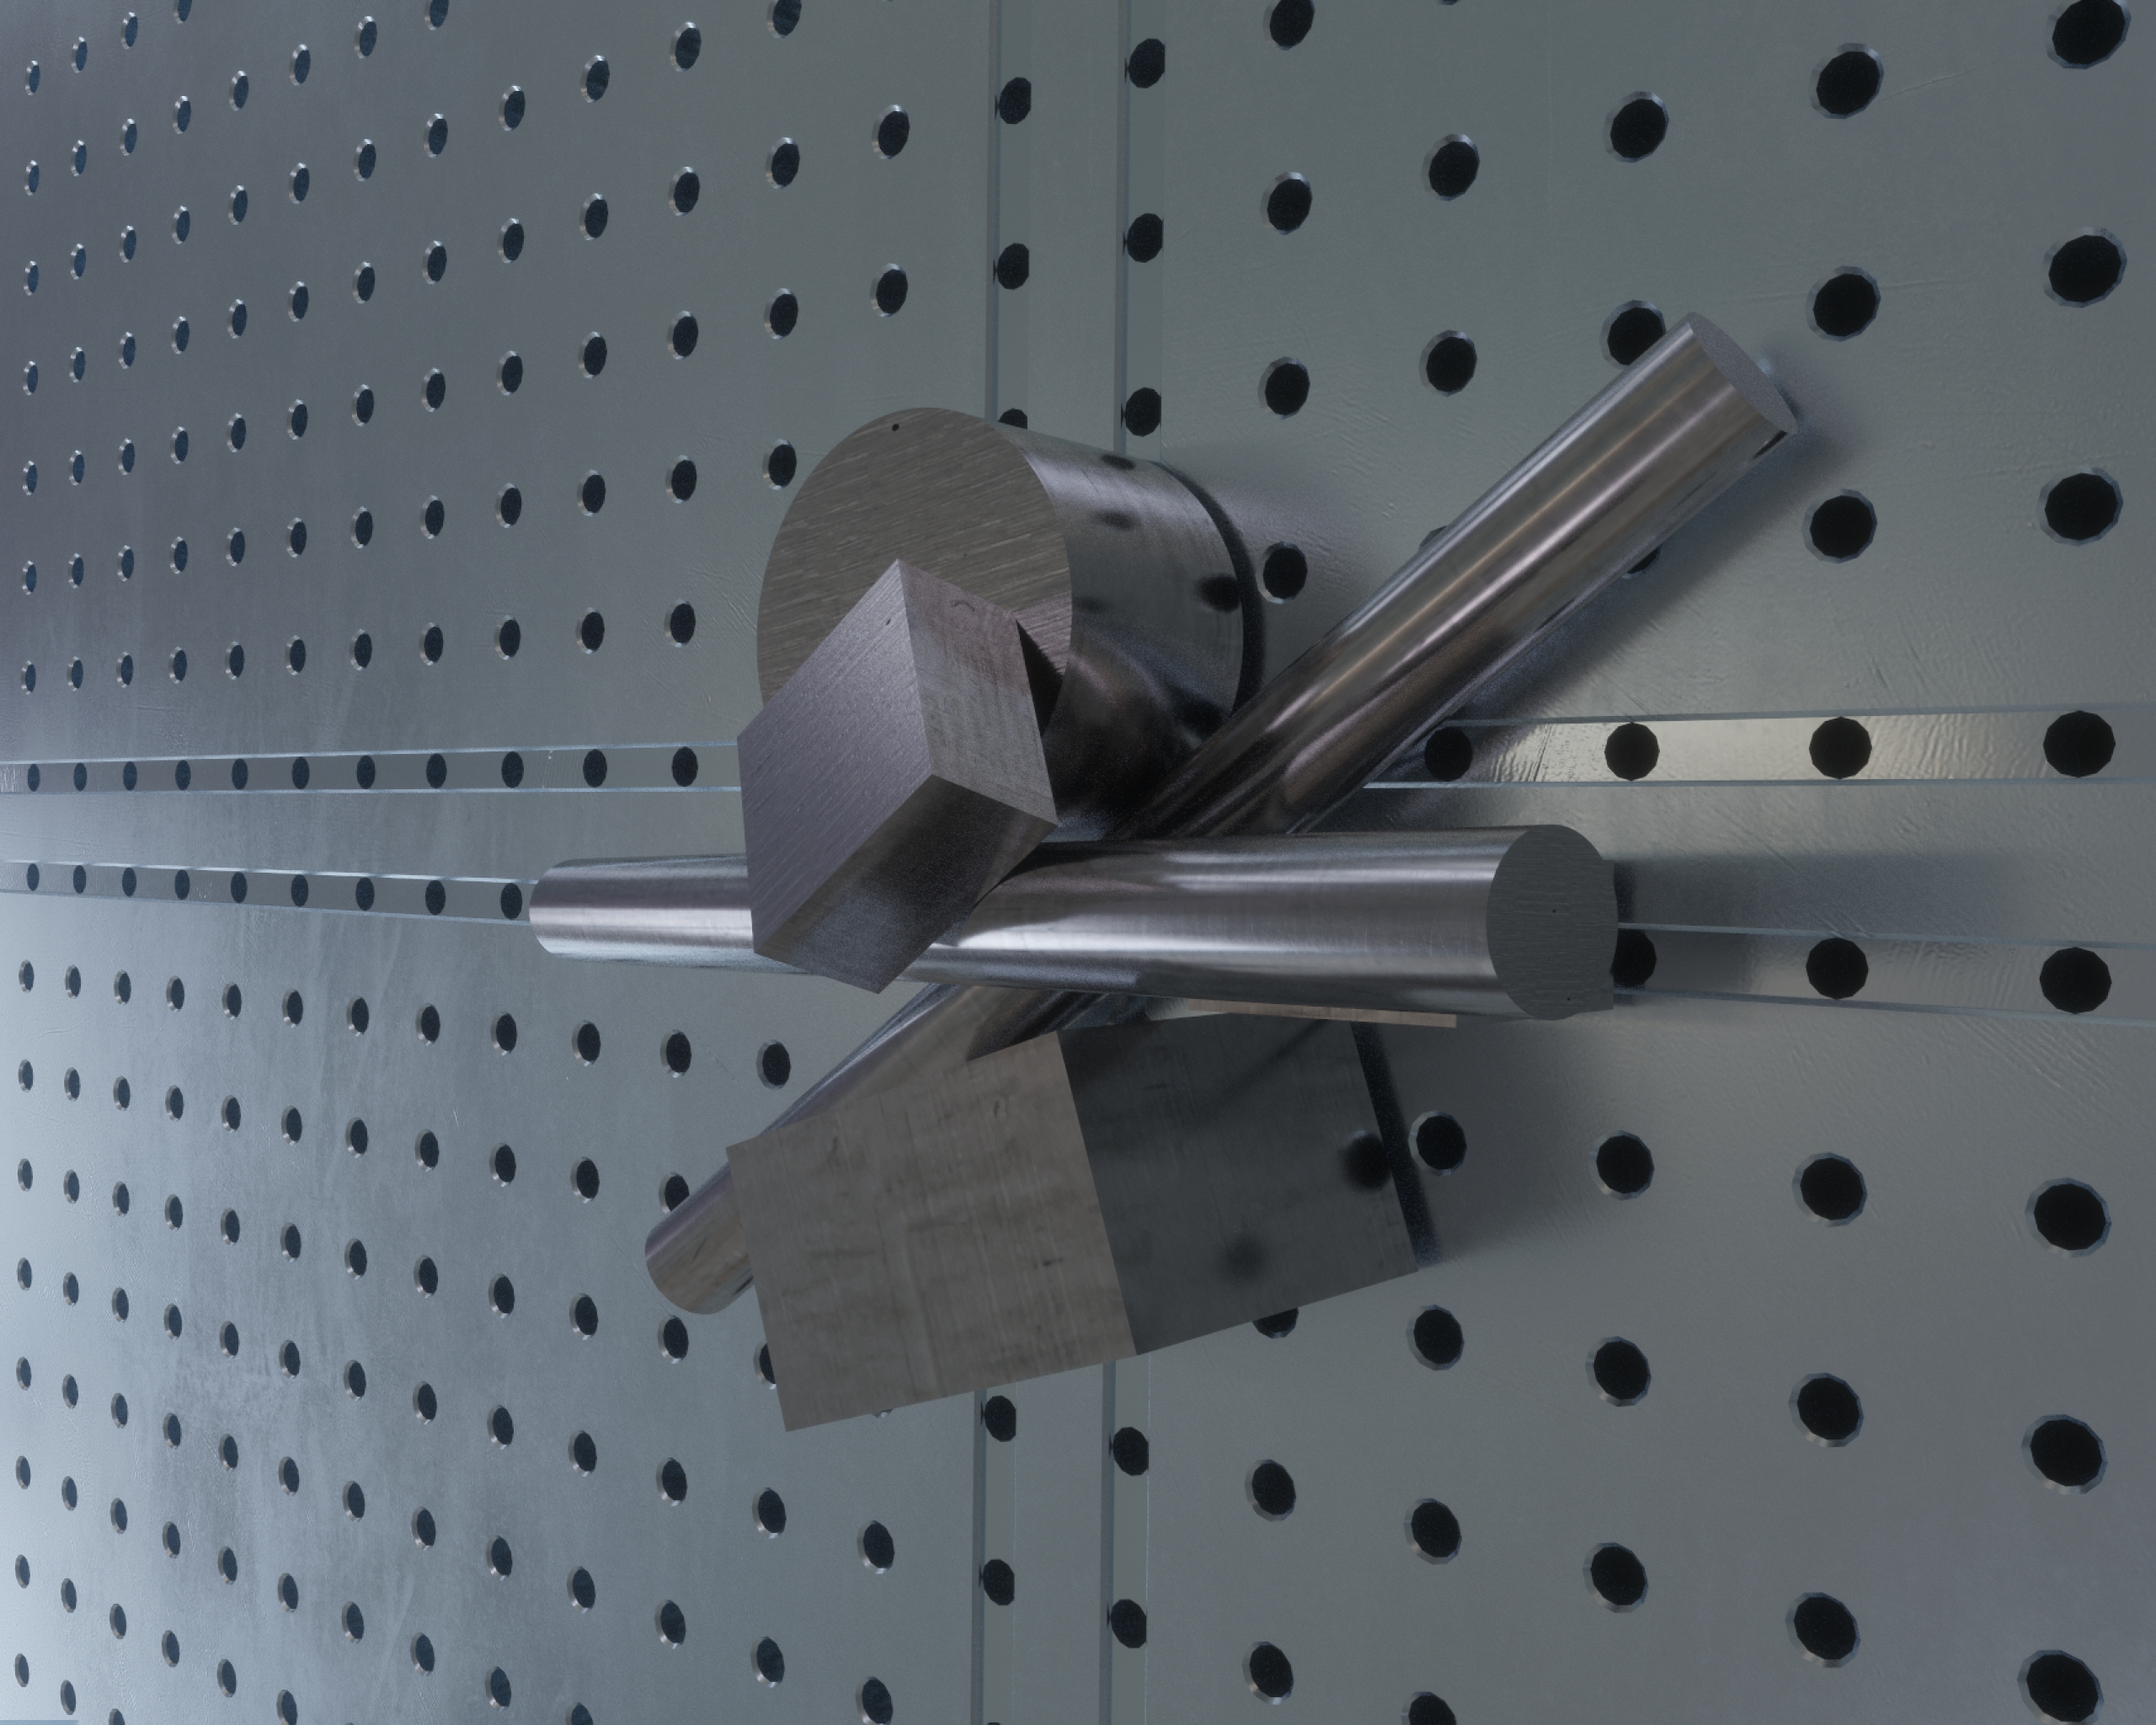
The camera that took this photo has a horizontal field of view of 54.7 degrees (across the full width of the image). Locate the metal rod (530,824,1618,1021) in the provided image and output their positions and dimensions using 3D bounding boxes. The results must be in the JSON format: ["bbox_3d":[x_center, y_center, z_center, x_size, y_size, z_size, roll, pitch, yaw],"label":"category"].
[{"bbox_3d":[-0.030,0.010,0.383,0.299,0.025,0.025,-1,89,53],"label":"metal rod"}]

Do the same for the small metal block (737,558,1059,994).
[{"bbox_3d":[-0.032,-0.014,0.355,0.050,0.025,0.050,-43,42,32],"label":"small metal block"}]

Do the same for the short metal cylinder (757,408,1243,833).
[{"bbox_3d":[-0.016,-0.043,0.401,0.080,0.050,0.080,-1,89,40],"label":"short metal cylinder"}]

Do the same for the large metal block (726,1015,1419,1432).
[{"bbox_3d":[-0.001,0.061,0.368,0.080,0.081,0.050,-23,76,38],"label":"large metal block"}]

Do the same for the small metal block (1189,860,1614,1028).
[{"bbox_3d":[0.054,0.012,0.344,0.050,0.050,0.025,0,90,41],"label":"small metal block"}]

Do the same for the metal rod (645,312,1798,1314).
[{"bbox_3d":[0.007,0.008,0.400,0.299,0.025,0.025,-41,65,32],"label":"metal rod"}]
